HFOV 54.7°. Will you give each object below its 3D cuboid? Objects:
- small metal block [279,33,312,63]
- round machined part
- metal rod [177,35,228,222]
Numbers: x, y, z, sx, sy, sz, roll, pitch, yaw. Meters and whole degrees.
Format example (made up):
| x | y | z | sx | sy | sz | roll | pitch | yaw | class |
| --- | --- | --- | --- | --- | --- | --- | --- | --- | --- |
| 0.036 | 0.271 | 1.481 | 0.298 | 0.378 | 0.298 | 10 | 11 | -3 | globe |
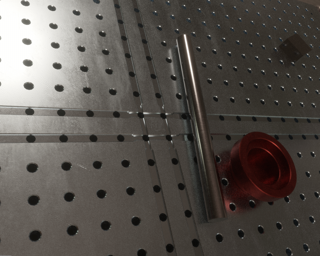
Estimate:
| x | y | z | sx | sy | sz | roll | pitch | yaw | class |
| --- | --- | --- | --- | --- | --- | --- | --- | --- | --- |
| 0.298 | -0.176 | 0.680 | 0.050 | 0.025 | 0.050 | -31 | 79 | -38 | small metal block |
| 0.141 | 0.057 | 0.440 | 0.099 | 0.042 | 0.098 | 14 | 56 | -21 | round machined part |
| 0.055 | -0.018 | 0.450 | 0.025 | 0.025 | 0.299 | 8 | 58 | -25 | metal rod |
